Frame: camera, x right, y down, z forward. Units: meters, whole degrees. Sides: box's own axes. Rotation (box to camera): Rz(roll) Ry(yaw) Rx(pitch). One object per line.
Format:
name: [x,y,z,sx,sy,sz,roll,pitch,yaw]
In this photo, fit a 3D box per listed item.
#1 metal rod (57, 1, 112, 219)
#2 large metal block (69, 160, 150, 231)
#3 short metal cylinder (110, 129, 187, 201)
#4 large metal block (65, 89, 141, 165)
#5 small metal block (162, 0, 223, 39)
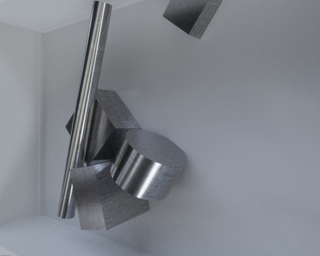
metal rod: [-0.105,-0.017,0.425,0.025,0.025,0.298,20,102,38]
large metal block: [-0.066,0.085,0.419,0.050,0.081,0.080,-14,87,39]
short metal cylinder: [-0.014,0.043,0.381,0.080,0.081,0.050,39,114,32]
large metal block: [-0.086,-0.001,0.459,0.080,0.050,0.080,-51,60,27]
small metal block: [0.038,-0.144,0.374,0.050,0.025,0.050,45,117,30]
